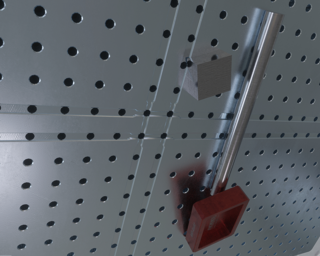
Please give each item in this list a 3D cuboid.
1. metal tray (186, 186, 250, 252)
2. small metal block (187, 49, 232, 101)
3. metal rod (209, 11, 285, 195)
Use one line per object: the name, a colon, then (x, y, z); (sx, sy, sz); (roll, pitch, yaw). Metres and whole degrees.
metal tray: (0.097, 0.162, 0.542); (0.091, 0.030, 0.129); (-17, 139, -19)
small metal block: (0.065, -0.069, 0.404); (0.050, 0.025, 0.050); (-19, 126, -18)
metal rod: (0.123, -0.019, 0.467); (0.025, 0.025, 0.298); (-3, 120, -27)
